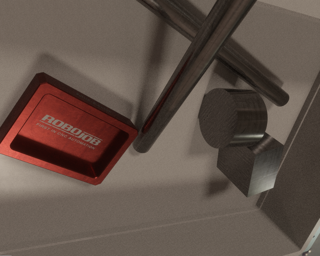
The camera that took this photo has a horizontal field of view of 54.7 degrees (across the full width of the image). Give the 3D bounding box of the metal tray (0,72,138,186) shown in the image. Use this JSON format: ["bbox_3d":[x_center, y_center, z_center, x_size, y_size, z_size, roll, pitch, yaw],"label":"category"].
[{"bbox_3d":[-0.101,0.007,0.355,0.131,0.030,0.090,30,102,-38],"label":"metal tray"}]

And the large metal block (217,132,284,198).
[{"bbox_3d":[0.135,0.045,0.477,0.050,0.080,0.079,-14,124,-21],"label":"large metal block"}]

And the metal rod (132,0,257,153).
[{"bbox_3d":[0.027,-0.052,0.296,0.025,0.025,0.298,-5,152,-26],"label":"metal rod"}]

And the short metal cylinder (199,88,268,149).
[{"bbox_3d":[0.097,-0.013,0.420,0.050,0.080,0.079,-1,119,-28],"label":"short metal cylinder"}]

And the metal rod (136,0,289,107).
[{"bbox_3d":[0.082,-0.095,0.396,0.302,0.025,0.025,24,105,-37],"label":"metal rod"}]
